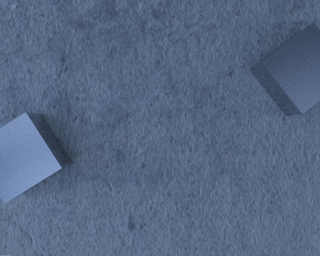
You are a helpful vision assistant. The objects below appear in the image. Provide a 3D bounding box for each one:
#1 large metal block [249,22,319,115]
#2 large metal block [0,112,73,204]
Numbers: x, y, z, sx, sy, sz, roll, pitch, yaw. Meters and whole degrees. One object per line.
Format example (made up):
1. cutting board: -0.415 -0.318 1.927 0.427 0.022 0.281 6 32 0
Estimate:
1. large metal block: 0.179 -0.073 0.400 0.080 0.050 0.080 -38 91 0
2. large metal block: -0.173 0.036 0.395 0.080 0.050 0.080 -32 90 0
